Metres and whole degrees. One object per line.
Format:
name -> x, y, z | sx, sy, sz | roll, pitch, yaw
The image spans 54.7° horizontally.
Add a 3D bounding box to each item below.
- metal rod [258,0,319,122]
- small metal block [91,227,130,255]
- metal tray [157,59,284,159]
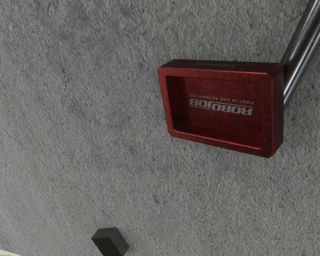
metal rod -> 0.147, -0.128, 0.250 | 0.025, 0.025, 0.298 | 24, 127, 13
small metal block -> -0.094, 0.218, 0.589 | 0.050, 0.025, 0.050 | -18, 110, 34
metal tray -> 0.063, -0.025, 0.335 | 0.130, 0.030, 0.089 | 12, 125, 37
